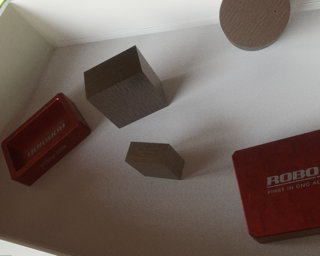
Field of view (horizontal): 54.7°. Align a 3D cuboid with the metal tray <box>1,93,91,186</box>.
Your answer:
[{"bbox_3d":[-0.180,0.015,0.485,0.130,0.030,0.090,-41,51,-1],"label":"metal tray"}]

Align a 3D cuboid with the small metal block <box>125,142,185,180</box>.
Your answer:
[{"bbox_3d":[-0.005,0.039,0.367,0.050,0.050,0.025,2,63,28],"label":"small metal block"}]

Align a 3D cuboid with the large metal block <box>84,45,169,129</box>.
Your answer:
[{"bbox_3d":[-0.045,-0.053,0.425,0.080,0.080,0.050,-25,53,13],"label":"large metal block"}]

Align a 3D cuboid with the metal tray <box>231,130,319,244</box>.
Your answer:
[{"bbox_3d":[0.143,0.052,0.295,0.130,0.030,0.090,-17,55,18],"label":"metal tray"}]

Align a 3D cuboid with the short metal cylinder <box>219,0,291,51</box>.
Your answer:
[{"bbox_3d":[0.117,-0.139,0.388,0.080,0.050,0.079,2,99,16],"label":"short metal cylinder"}]
